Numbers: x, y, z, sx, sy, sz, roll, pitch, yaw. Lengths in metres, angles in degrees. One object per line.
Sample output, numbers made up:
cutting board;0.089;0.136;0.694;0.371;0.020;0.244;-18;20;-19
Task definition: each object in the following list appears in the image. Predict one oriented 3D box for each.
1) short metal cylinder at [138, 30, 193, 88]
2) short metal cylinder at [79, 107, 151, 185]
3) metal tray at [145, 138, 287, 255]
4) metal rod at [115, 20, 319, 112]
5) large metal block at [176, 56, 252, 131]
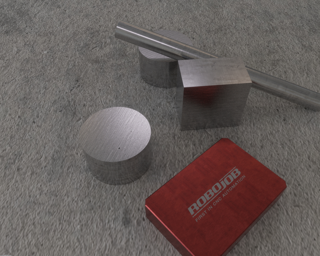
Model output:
short metal cylinder;0.008;-0.107;0.477;0.081;0.050;0.080;0;50;0
short metal cylinder;-0.050;0.021;0.369;0.081;0.050;0.080;0;50;0
metal tray;0.060;0.077;0.336;0.131;0.030;0.090;-35;58;-26
metal rod;0.085;-0.085;0.428;0.302;0.025;0.025;19;51;-3
large metal block;0.065;-0.043;0.405;0.081;0.080;0.050;-5;50;-4
